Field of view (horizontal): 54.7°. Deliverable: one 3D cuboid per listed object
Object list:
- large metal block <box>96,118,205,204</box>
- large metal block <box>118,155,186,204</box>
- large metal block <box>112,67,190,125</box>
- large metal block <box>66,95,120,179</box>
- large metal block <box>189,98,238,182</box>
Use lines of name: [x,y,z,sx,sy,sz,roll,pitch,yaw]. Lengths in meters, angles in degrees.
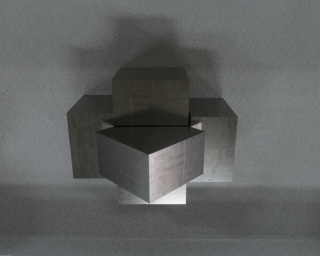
large metal block: [-0.010,0.027,0.330,0.081,0.080,0.050,-19,117,-42]
large metal block: [-0.009,0.054,0.401,0.081,0.080,0.050,0,110,0]
large metal block: [-0.010,-0.040,0.366,0.081,0.080,0.050,0,110,0]
large metal block: [-0.075,0.008,0.383,0.050,0.080,0.079,0,110,0]
large metal block: [0.058,0.012,0.383,0.050,0.080,0.079,0,110,-1]
